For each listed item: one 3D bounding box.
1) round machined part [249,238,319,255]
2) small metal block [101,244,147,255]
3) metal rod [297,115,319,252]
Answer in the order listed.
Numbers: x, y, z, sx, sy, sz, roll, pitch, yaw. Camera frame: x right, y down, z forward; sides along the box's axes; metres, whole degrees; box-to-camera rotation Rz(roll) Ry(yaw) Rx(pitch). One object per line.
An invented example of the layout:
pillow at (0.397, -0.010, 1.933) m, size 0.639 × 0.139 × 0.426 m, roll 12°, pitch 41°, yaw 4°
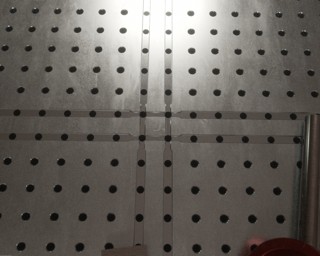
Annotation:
round machined part at (0.141, 0.169, 0.325) m, size 0.098 × 0.042 × 0.098 m, roll -21°, pitch 54°, yaw 33°
small metal block at (-0.038, 0.162, 0.352) m, size 0.050 × 0.025 × 0.050 m, roll -6°, pitch 70°, yaw -3°
metal rod at (0.177, 0.124, 0.368) m, size 0.025 × 0.025 × 0.299 m, roll 12°, pitch 70°, yaw 4°
